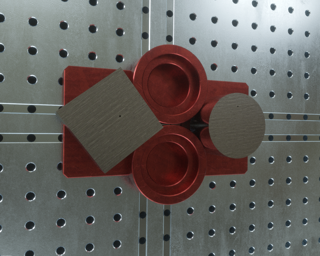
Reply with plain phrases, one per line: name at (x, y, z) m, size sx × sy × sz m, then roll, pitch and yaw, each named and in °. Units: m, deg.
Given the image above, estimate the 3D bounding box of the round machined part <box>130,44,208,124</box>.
round machined part at (0.008, -0.053, 0.397) m, size 0.099 × 0.042 × 0.097 m, roll 0°, pitch 90°, yaw -20°

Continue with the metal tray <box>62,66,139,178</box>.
metal tray at (-0.073, -0.007, 0.383) m, size 0.091 × 0.030 × 0.129 m, roll 1°, pitch 90°, yaw -21°

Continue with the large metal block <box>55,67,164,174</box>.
large metal block at (-0.057, -0.009, 0.346) m, size 0.080 × 0.050 × 0.080 m, roll -38°, pitch 103°, yaw -16°

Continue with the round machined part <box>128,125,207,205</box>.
round machined part at (0.006, 0.045, 0.396) m, size 0.099 × 0.042 × 0.097 m, roll 0°, pitch 90°, yaw -20°

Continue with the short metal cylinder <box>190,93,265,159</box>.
short metal cylinder at (0.086, -0.003, 0.398) m, size 0.081 × 0.050 × 0.079 m, roll 0°, pitch 90°, yaw -20°

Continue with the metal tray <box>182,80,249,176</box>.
metal tray at (0.078, 0.000, 0.436) m, size 0.091 × 0.030 × 0.129 m, roll 1°, pitch 90°, yaw -20°
